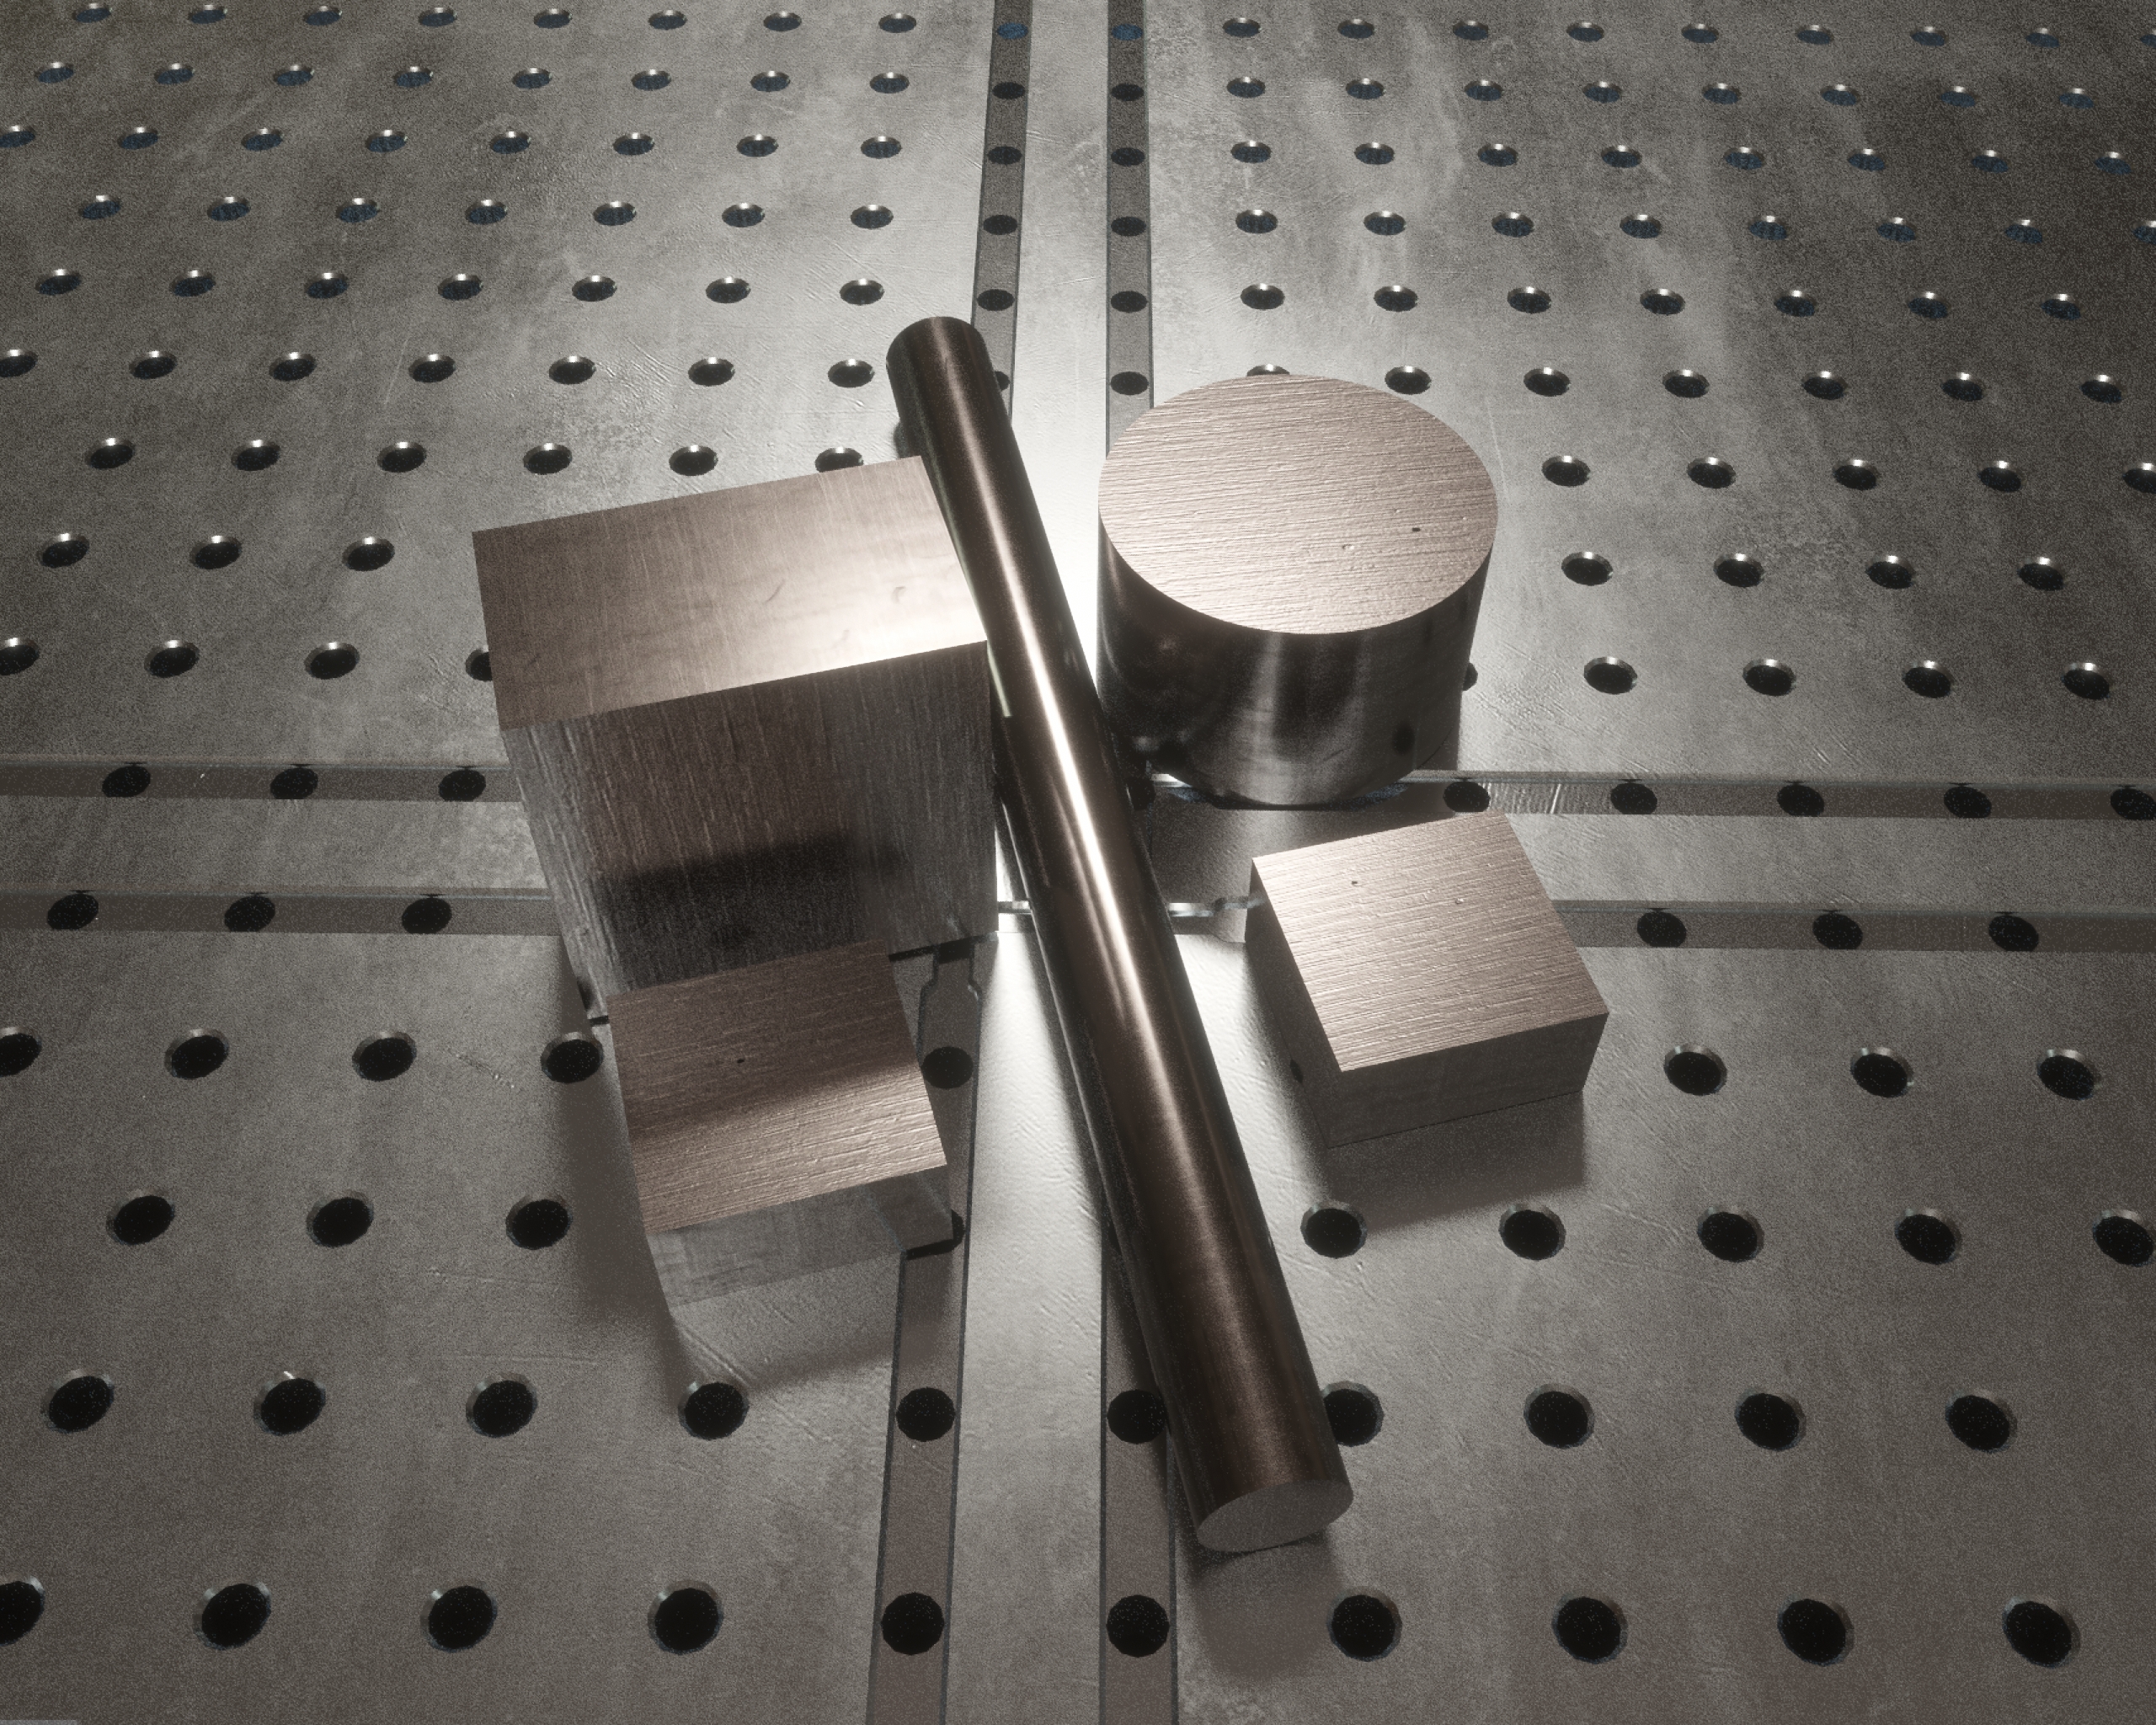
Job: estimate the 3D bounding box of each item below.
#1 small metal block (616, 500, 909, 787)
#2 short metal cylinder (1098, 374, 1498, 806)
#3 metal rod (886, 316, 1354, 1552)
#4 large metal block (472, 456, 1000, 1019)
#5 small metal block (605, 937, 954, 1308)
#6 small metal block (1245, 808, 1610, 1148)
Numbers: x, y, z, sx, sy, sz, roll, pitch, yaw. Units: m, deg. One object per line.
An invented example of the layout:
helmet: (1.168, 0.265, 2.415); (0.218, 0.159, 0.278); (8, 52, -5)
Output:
small metal block: (-0.068, -0.048, 0.447); (0.050, 0.025, 0.050); (-13, 51, -12)
short metal cylinder: (0.044, -0.058, 0.440); (0.081, 0.050, 0.080); (0, 50, 0)
metal rod: (-0.002, -0.011, 0.416); (0.025, 0.025, 0.300); (-9, 51, -8)
large metal block: (-0.061, -0.022, 0.388); (0.081, 0.080, 0.050); (-12, 51, -10)
small metal block: (-0.053, 0.045, 0.369); (0.050, 0.025, 0.050); (-12, 51, -10)
small metal block: (0.064, 0.021, 0.391); (0.050, 0.025, 0.050); (-11, 51, -10)
